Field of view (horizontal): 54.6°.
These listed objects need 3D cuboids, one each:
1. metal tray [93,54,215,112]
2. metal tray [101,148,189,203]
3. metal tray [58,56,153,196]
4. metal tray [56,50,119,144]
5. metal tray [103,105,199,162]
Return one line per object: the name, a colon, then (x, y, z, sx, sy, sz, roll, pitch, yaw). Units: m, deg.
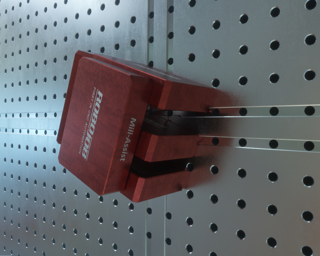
metal tray: (-0.012, -0.055, 0.376, 0.130, 0.091, 0.030, 27, 107, 37)
metal tray: (-0.041, 0.044, 0.401, 0.130, 0.091, 0.030, 27, 107, 36)
metal tray: (-0.064, -0.004, 0.342, 0.090, 0.030, 0.129, 26, 107, 37)
metal tray: (-0.096, -0.040, 0.444, 0.030, 0.090, 0.129, 20, 104, 16)
metal tray: (-0.028, 0.000, 0.390, 0.130, 0.091, 0.030, 25, 105, 36)
